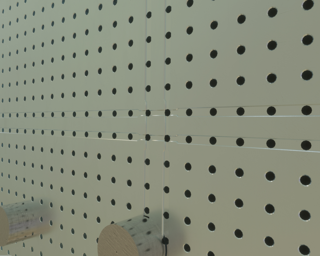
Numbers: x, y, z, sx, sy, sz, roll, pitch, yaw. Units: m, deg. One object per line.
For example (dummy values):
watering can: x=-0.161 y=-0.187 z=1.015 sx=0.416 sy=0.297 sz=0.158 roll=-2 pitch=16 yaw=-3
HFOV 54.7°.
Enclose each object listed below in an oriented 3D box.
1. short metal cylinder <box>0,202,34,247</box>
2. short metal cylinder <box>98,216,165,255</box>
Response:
short metal cylinder: x=-0.305 y=0.197 z=0.640 sx=0.080 sy=0.050 sz=0.079 roll=0 pitch=90 yaw=39
short metal cylinder: x=-0.040 y=0.166 z=0.424 sx=0.080 sy=0.050 sz=0.079 roll=0 pitch=90 yaw=39
